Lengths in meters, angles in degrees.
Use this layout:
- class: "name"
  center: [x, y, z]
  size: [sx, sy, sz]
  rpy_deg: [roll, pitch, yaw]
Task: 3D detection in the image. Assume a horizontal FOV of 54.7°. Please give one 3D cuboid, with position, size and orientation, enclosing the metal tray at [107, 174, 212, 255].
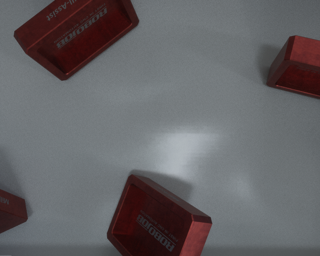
- class: "metal tray"
  center: [-0.008, 0.118, 0.363]
  size: [0.030, 0.130, 0.090]
  rpy_deg: [21, 90, -38]

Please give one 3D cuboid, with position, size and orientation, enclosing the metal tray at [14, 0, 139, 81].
- class: "metal tray"
  center: [-0.094, -0.121, 0.375]
  size: [0.130, 0.090, 0.030]
  rpy_deg: [-38, 74, 0]

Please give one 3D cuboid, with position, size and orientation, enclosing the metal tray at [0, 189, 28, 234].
- class: "metal tray"
  center: [-0.231, 0.099, 0.357]
  size: [0.090, 0.130, 0.030]
  rpy_deg: [-25, 60, 0]

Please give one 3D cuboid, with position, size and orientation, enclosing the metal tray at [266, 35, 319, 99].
- class: "metal tray"
  center: [0.205, -0.063, 0.370]
  size: [0.131, 0.090, 0.030]
  rpy_deg: [15, 80, 8]
